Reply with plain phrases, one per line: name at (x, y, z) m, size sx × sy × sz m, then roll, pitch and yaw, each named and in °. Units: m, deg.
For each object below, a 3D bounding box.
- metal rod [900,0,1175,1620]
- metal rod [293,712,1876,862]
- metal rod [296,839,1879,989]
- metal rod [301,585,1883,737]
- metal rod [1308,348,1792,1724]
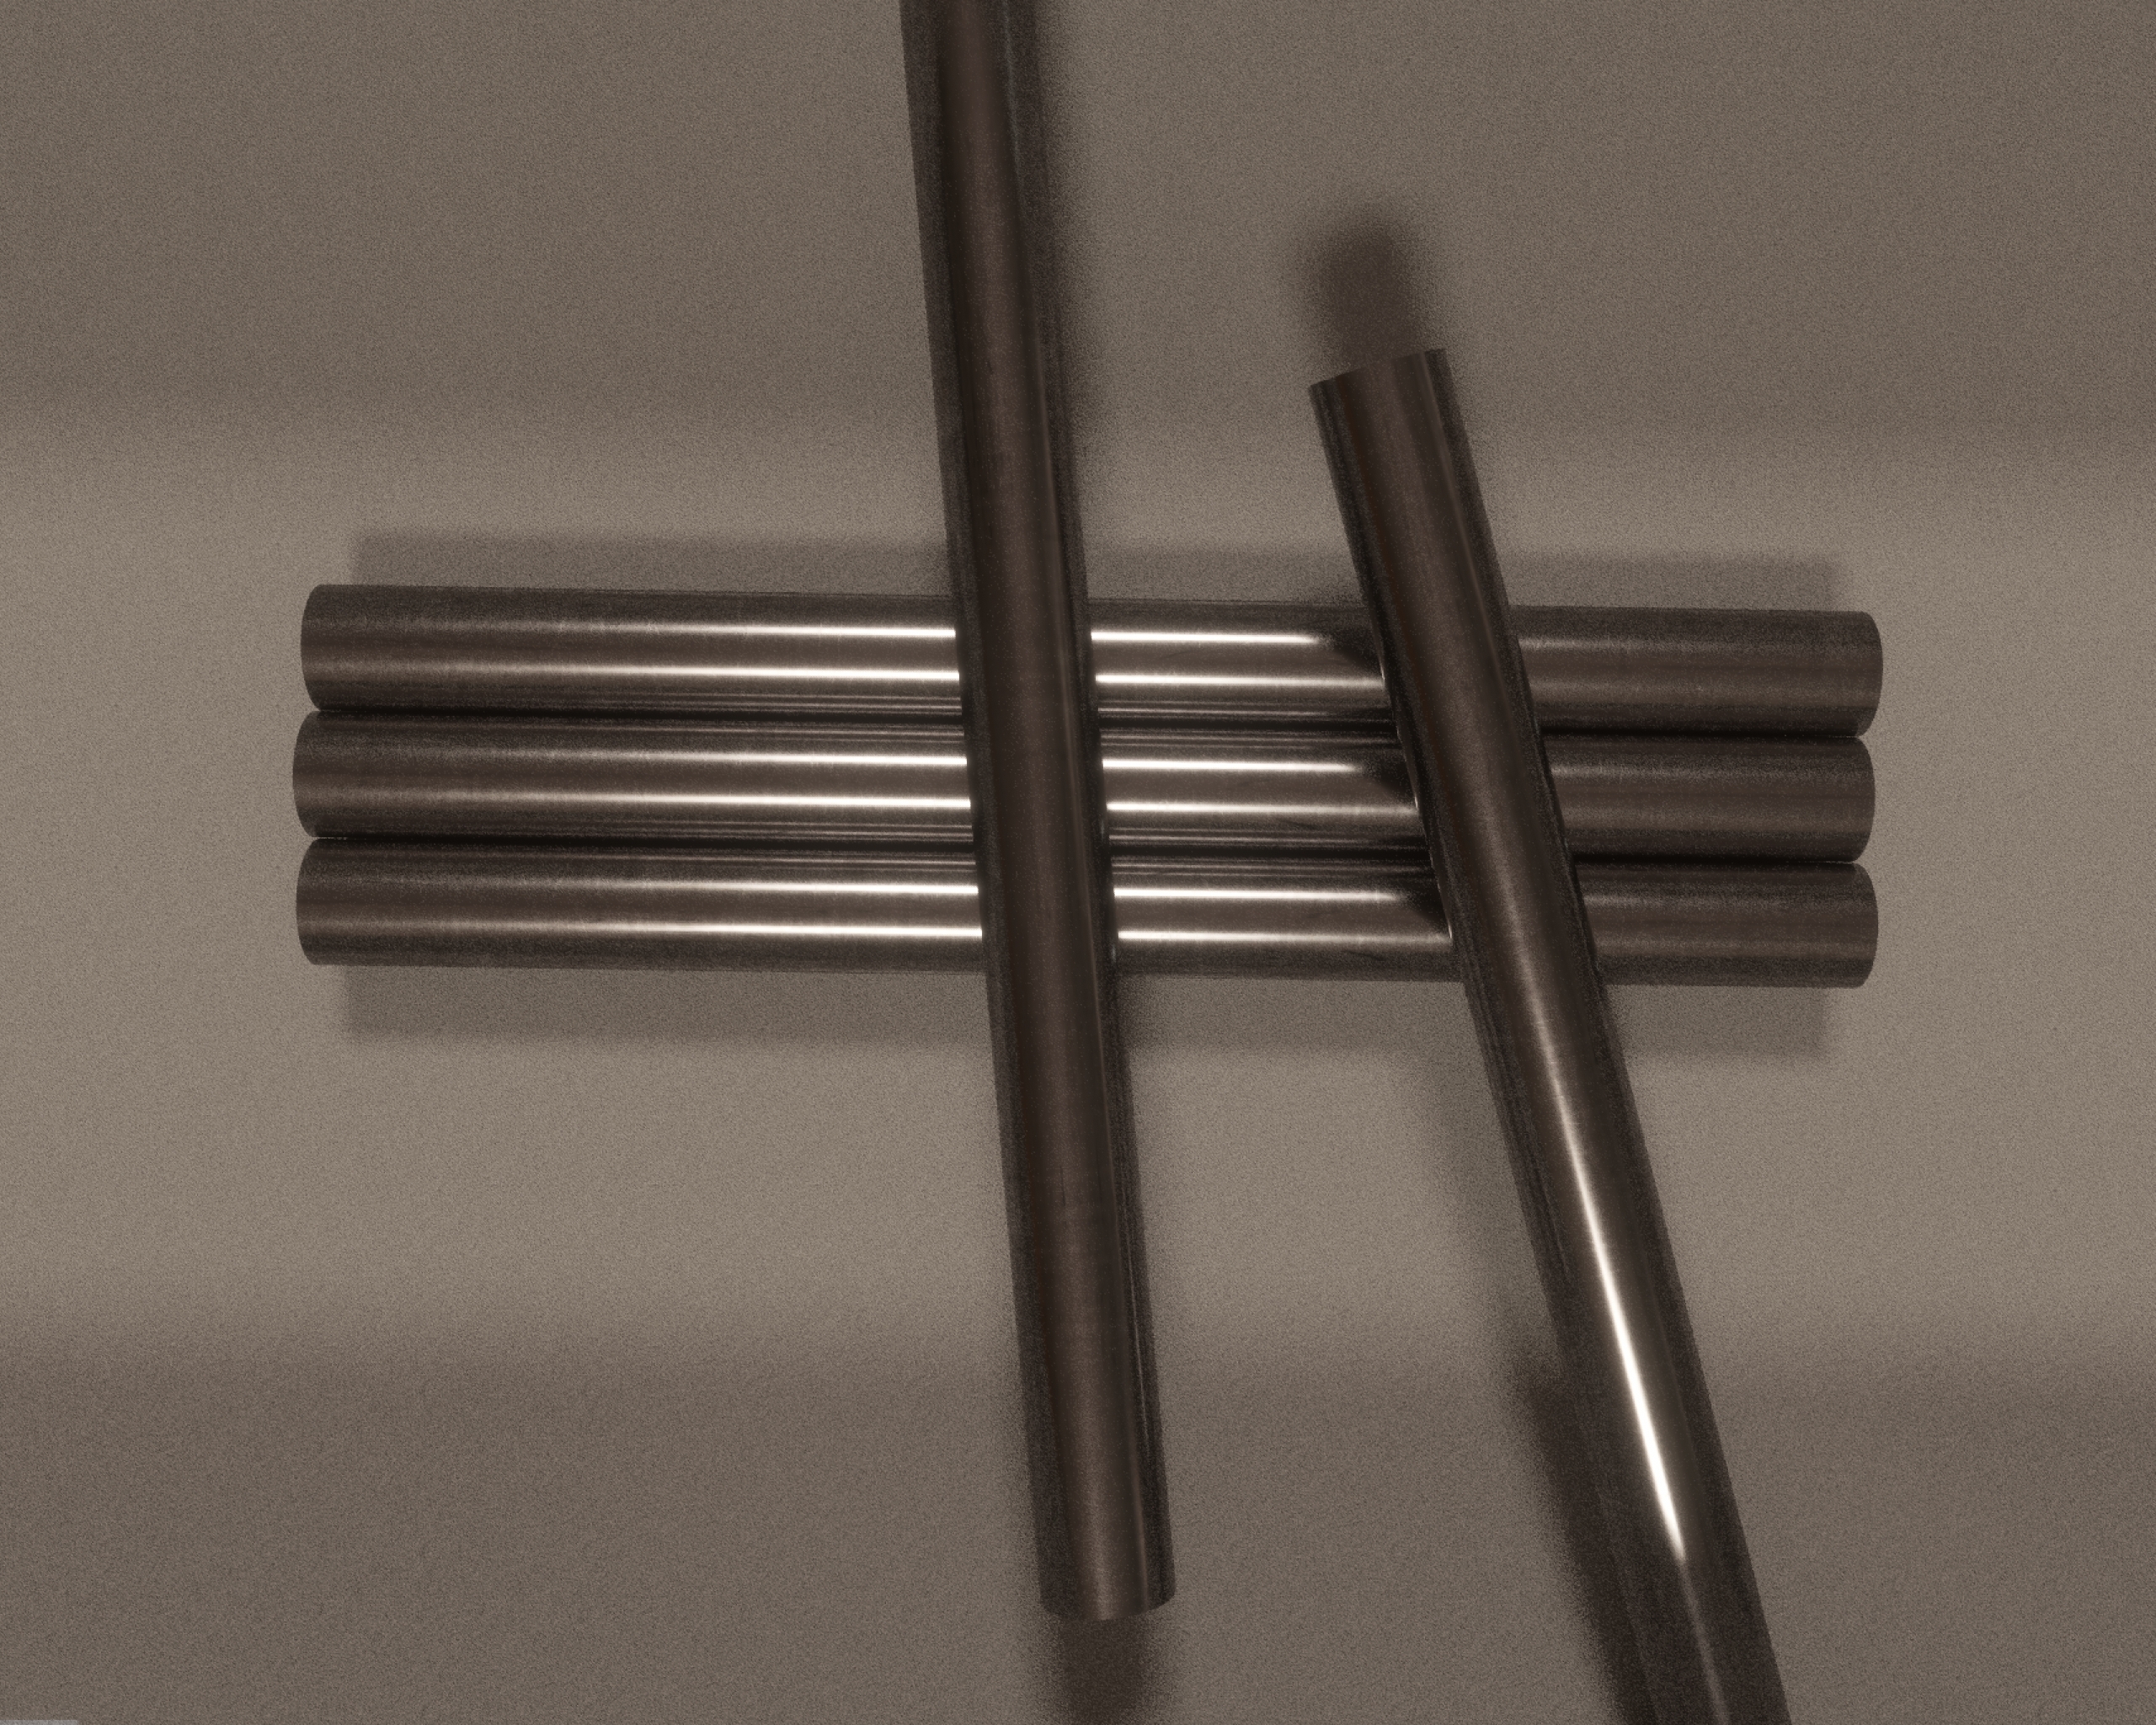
metal rod at (-0.007, -0.013, 0.385) m, size 0.025 × 0.025 × 0.298 m, roll -5°, pitch 90°, yaw -1°
metal rod at (0.002, -0.015, 0.410) m, size 0.302 × 0.025 × 0.025 m, roll 1°, pitch 90°, yaw -1°
metal rod at (0.003, 0.010, 0.410) m, size 0.302 × 0.025 × 0.025 m, roll 1°, pitch 90°, yaw -1°
metal rod at (0.003, -0.040, 0.410) m, size 0.302 × 0.025 × 0.025 m, roll 1°, pitch 90°, yaw -1°
metal rod at (0.094, 0.054, 0.391) m, size 0.025 × 0.025 × 0.298 m, roll -16°, pitch 97°, yaw 0°
